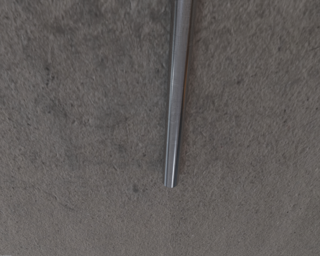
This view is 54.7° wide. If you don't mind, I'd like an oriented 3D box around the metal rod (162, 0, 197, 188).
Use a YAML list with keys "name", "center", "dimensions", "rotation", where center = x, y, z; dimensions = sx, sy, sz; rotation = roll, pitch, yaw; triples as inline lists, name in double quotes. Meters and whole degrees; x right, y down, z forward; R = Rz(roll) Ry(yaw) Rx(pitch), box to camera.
- name: "metal rod"
  center: [0.020, -0.031, 0.380]
  dimensions: [0.025, 0.025, 0.298]
  rotation: [1, 130, -1]
